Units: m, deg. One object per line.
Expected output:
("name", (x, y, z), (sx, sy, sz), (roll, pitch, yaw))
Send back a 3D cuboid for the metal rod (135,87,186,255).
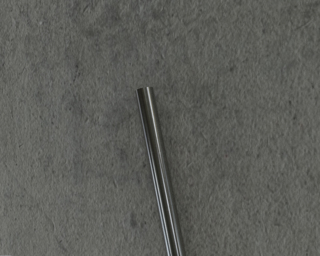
("metal rod", (0.007, 0.094, 0.405), (0.025, 0.025, 0.298), (-12, 86, 19))
